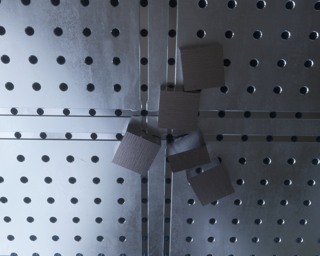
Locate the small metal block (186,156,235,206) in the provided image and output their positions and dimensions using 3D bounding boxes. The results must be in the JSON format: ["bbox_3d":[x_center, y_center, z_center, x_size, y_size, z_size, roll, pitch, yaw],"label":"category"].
[{"bbox_3d":[0.071,0.076,0.442,0.050,0.025,0.050,-27,108,9],"label":"small metal block"}]

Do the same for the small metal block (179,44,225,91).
[{"bbox_3d":[0.052,-0.076,0.386,0.050,0.025,0.050,-7,110,2],"label":"small metal block"}]

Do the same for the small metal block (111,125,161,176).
[{"bbox_3d":[-0.032,0.031,0.424,0.050,0.025,0.050,24,108,-9],"label":"small metal block"}]

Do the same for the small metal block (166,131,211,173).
[{"bbox_3d":[0.037,0.031,0.412,0.050,0.050,0.025,-16,109,6],"label":"small metal block"}]

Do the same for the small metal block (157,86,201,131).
[{"bbox_3d":[0.024,-0.026,0.404,0.050,0.025,0.050,4,110,-2],"label":"small metal block"}]
